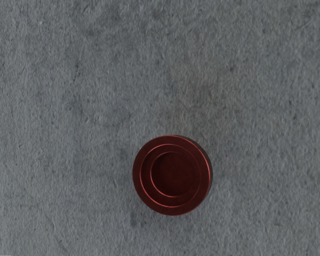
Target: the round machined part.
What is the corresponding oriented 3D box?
[{"bbox_3d":[0.019,0.057,0.393,0.098,0.042,0.097,0,90,19],"label":"round machined part"}]
